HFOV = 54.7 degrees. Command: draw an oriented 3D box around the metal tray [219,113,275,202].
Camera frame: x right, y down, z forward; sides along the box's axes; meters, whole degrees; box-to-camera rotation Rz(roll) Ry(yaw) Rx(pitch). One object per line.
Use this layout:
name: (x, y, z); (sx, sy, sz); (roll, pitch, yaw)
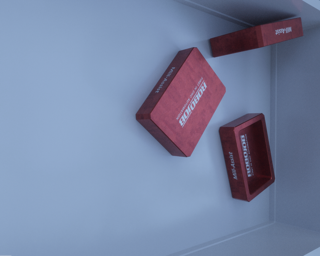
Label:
metal tray: (0.152, 0.048, 0.529); (0.091, 0.030, 0.129); (-22, 104, -38)

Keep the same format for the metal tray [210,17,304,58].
metal tray: (0.154, -0.144, 0.492); (0.131, 0.090, 0.030); (-23, 105, -38)

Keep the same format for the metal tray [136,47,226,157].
metal tray: (0.034, -0.036, 0.432); (0.090, 0.030, 0.130); (47, 62, -30)
